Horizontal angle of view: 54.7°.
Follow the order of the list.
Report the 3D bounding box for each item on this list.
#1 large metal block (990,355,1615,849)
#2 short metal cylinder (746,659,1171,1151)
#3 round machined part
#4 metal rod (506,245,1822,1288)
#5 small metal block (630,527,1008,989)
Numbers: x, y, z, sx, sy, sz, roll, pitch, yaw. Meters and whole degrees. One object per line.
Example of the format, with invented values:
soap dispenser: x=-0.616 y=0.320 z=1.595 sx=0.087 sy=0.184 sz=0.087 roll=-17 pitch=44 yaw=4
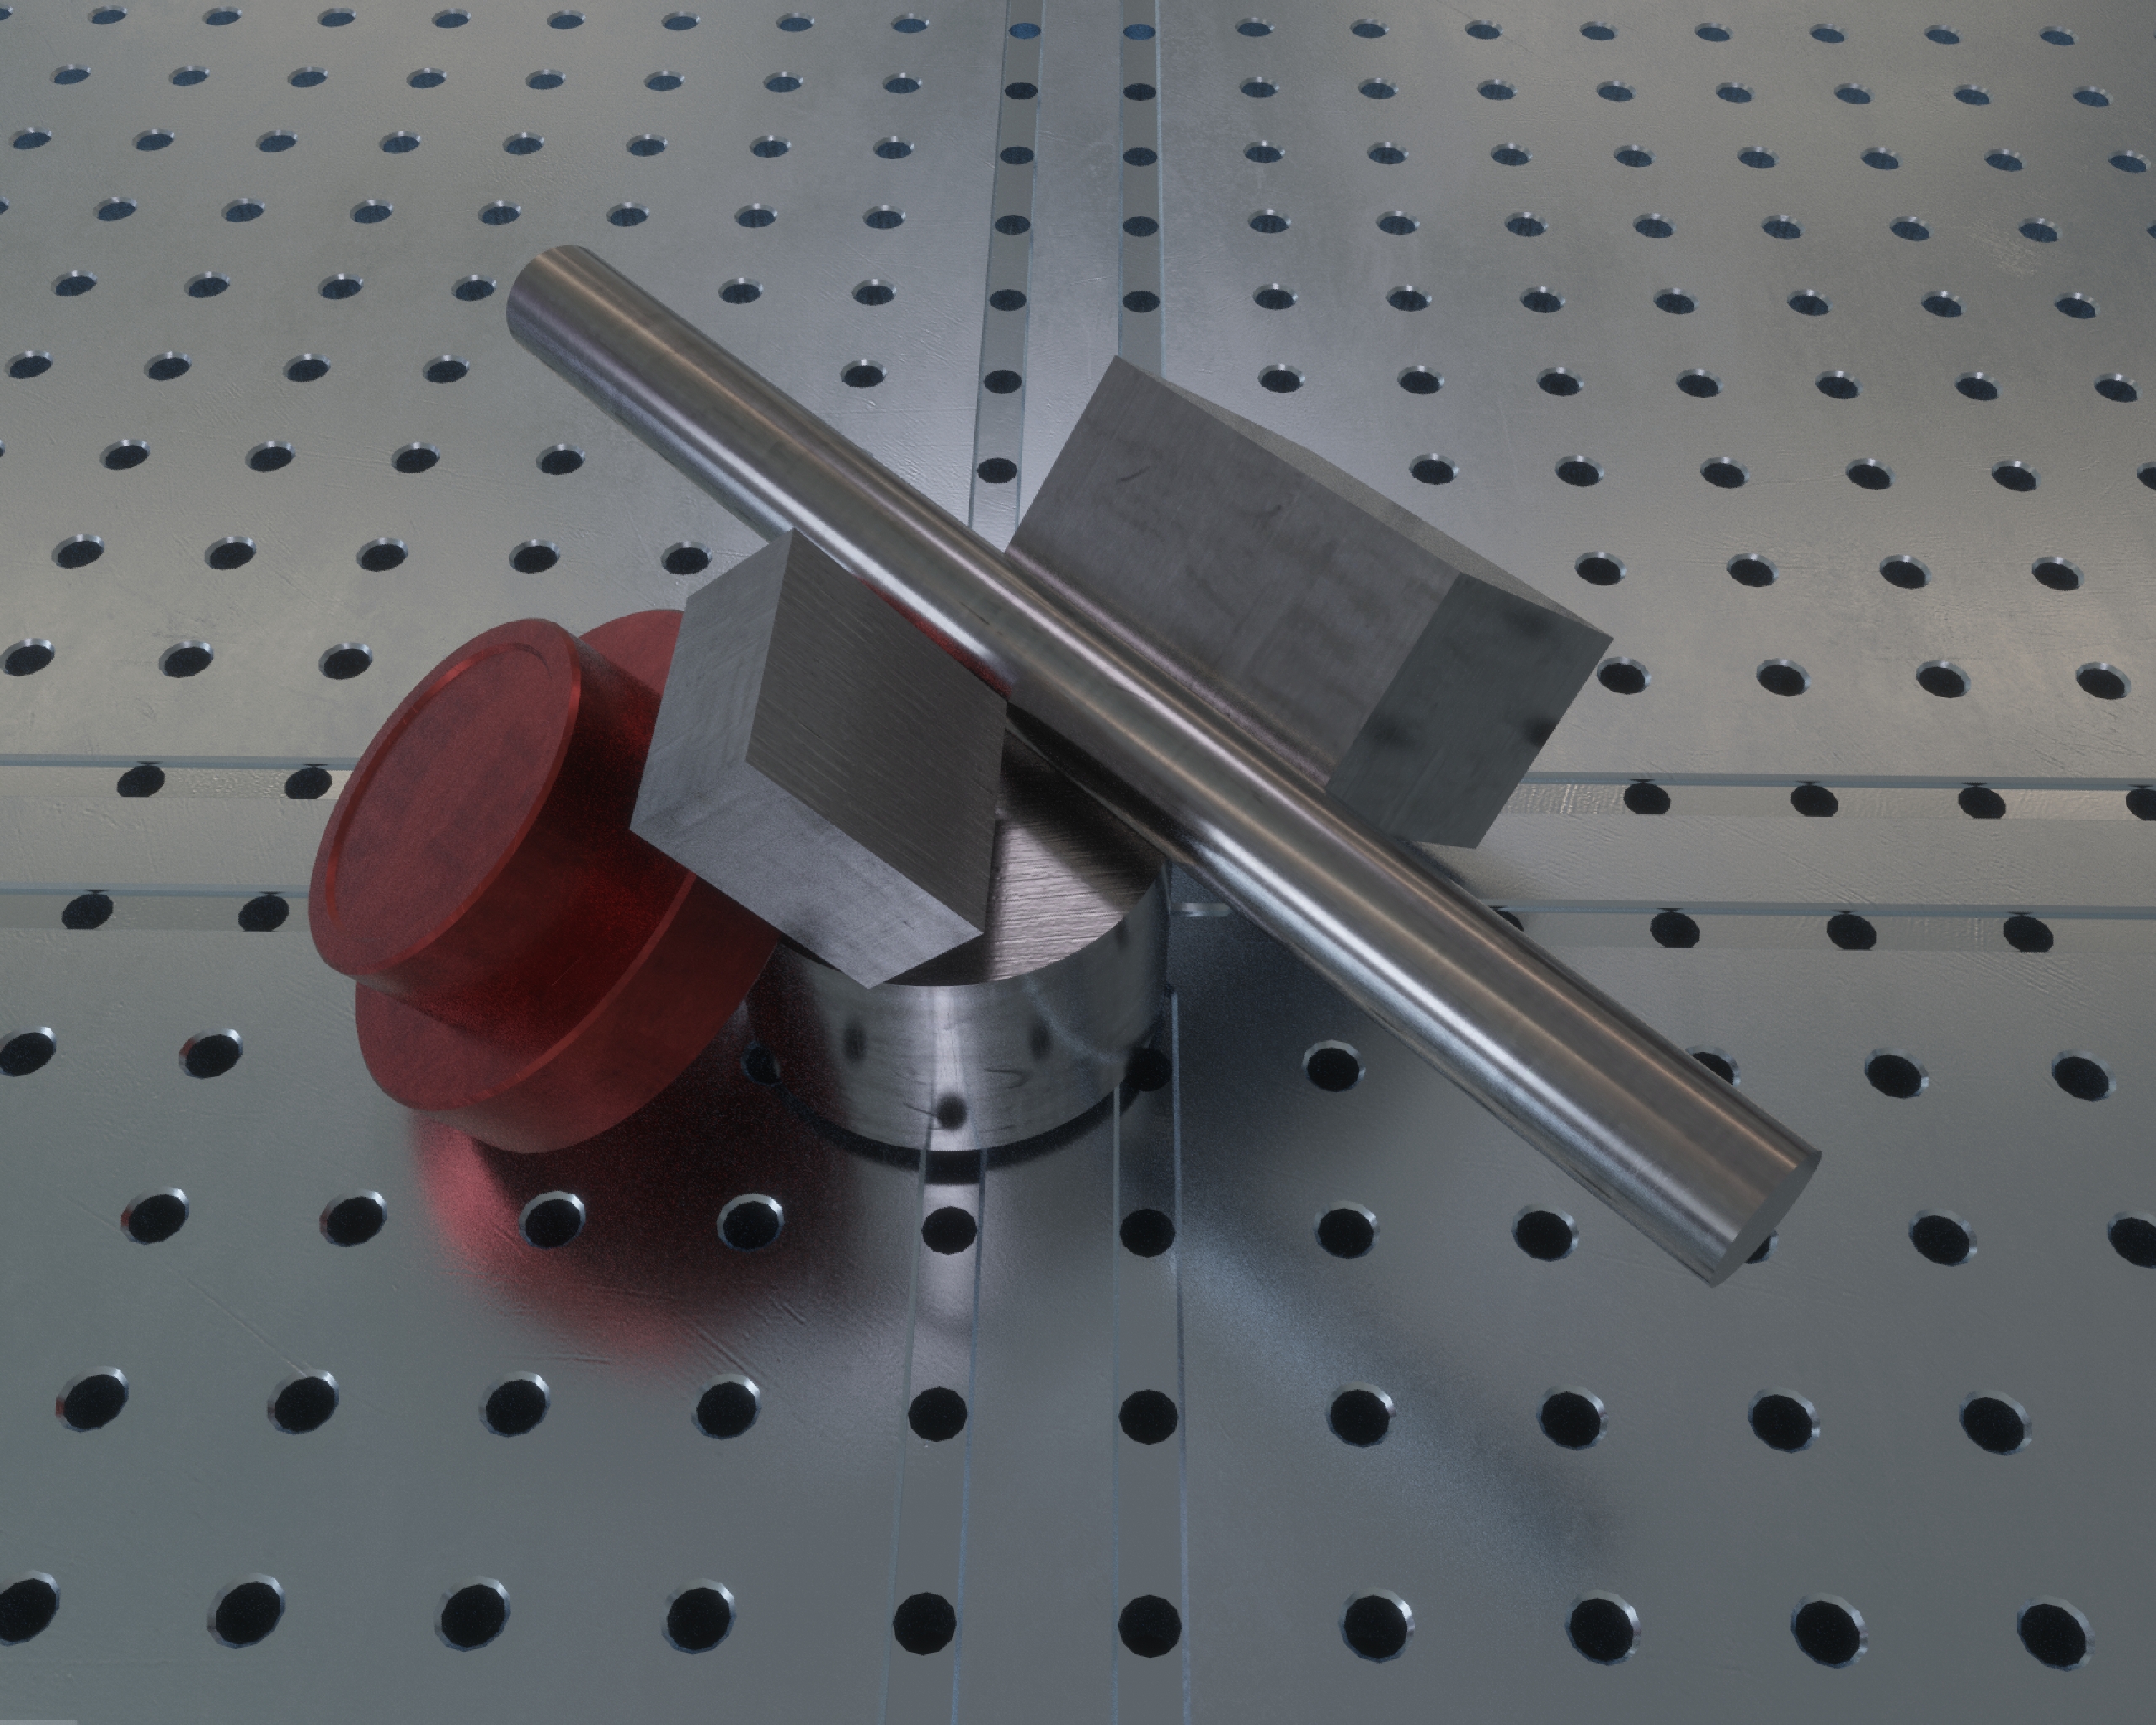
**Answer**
large metal block: x=0.044 y=-0.047 z=0.399 sx=0.080 sy=0.050 sz=0.080 roll=39 pitch=17 yaw=27
short metal cylinder: x=-0.023 y=0.005 z=0.381 sx=0.081 sy=0.050 sz=0.080 roll=0 pitch=50 yaw=0
round machined part: x=-0.094 y=-0.003 z=0.360 sx=0.098 sy=0.042 sz=0.098 roll=-24 pitch=48 yaw=30
metal rod: x=-0.005 y=-0.033 z=0.366 sx=0.025 sy=0.025 sz=0.300 roll=-36 pitch=59 yaw=-26
small metal block: x=-0.039 y=-0.016 z=0.332 sx=0.025 sy=0.050 sz=0.050 roll=-27 pitch=42 yaw=32
